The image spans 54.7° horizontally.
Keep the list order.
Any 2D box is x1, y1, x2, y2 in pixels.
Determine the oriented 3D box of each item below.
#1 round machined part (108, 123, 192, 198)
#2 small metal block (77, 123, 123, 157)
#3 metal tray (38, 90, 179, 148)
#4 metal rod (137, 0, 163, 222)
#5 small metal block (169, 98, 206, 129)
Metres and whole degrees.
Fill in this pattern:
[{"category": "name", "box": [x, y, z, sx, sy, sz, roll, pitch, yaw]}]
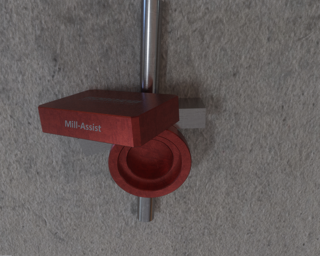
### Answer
[{"category": "round machined part", "box": [-0.012, 0.034, 0.385, 0.099, 0.042, 0.097, -1, 114, -2]}, {"category": "small metal block", "box": [-0.073, 0.008, 0.400, 0.050, 0.050, 0.025, -18, 109, 6]}, {"category": "metal tray", "box": [-0.055, -0.016, 0.345, 0.130, 0.091, 0.030, 7, 112, 28]}, {"category": "metal rod", "box": [-0.015, -0.008, 0.408, 0.025, 0.025, 0.298, 2, 110, -1]}, {"category": "small metal block", "box": [0.029, -0.020, 0.391, 0.050, 0.050, 0.025, -1, 110, 0]}]
